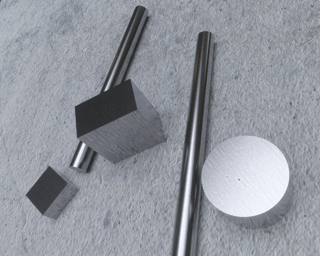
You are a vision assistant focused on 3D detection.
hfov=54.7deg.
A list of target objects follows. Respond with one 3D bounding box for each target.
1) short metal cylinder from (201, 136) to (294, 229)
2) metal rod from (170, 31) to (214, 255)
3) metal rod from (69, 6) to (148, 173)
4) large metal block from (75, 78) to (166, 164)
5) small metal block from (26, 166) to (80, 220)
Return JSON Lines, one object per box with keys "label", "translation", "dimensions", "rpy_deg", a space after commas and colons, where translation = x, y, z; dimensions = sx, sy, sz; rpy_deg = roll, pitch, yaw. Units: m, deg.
{"label": "short metal cylinder", "translation": [0.088, 0.054, 0.308], "dimensions": [0.080, 0.050, 0.080], "rpy_deg": [-13, 56, 20]}
{"label": "metal rod", "translation": [0.044, 0.000, 0.379], "dimensions": [0.025, 0.025, 0.299], "rpy_deg": [-5, 59, 25]}
{"label": "metal rod", "translation": [-0.073, -0.074, 0.485], "dimensions": [0.025, 0.025, 0.300], "rpy_deg": [3, 63, 29]}
{"label": "large metal block", "translation": [-0.049, -0.005, 0.396], "dimensions": [0.080, 0.080, 0.050], "rpy_deg": [-25, 53, 13]}
{"label": "small metal block", "translation": [-0.148, 0.088, 0.425], "dimensions": [0.050, 0.025, 0.050], "rpy_deg": [29, 77, 37]}
